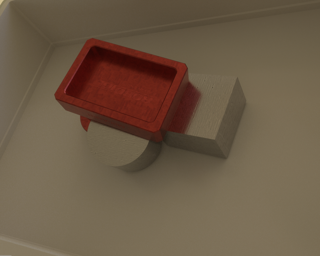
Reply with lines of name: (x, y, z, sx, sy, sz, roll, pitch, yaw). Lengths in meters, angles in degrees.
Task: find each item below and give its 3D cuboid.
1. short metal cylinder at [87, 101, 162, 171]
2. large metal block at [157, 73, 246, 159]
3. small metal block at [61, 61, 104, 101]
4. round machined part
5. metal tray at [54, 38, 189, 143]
short metal cylinder: (-0.043, 0.012, 0.386, 0.080, 0.050, 0.080, -4, 74, 15)
large metal block: (0.048, -0.017, 0.370, 0.080, 0.050, 0.080, 10, 67, 32)
small metal block: (-0.096, -0.055, 0.416, 0.025, 0.050, 0.050, 13, 68, 33)
round machined part: (-0.076, -0.034, 0.452, 0.098, 0.042, 0.098, -13, 56, 20)
metal tray: (-0.043, -0.047, 0.360, 0.130, 0.030, 0.090, 19, 70, 14)
